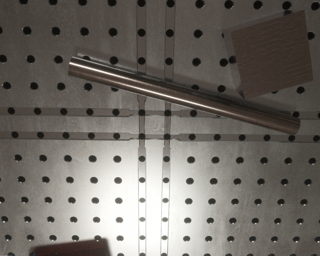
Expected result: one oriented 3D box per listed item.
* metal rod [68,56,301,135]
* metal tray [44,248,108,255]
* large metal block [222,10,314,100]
[{"bbox_3d":[0.036,-0.039,0.399,0.302,0.025,0.025,14,109,-6],"label":"metal rod"},{"bbox_3d":[-0.143,0.247,0.499,0.131,0.030,0.089,-8,110,2],"label":"metal tray"},{"bbox_3d":[0.127,-0.088,0.369,0.080,0.050,0.080,-16,110,5],"label":"large metal block"}]
